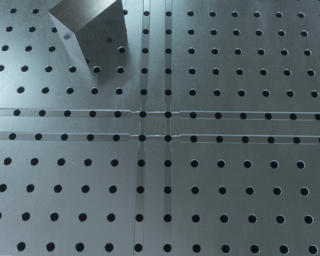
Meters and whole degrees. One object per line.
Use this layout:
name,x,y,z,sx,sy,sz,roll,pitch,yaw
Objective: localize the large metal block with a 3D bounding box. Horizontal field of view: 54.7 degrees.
large metal block,-0.096,-0.146,0.435,0.050,0.080,0.080,41,75,13
